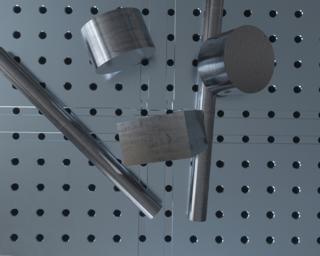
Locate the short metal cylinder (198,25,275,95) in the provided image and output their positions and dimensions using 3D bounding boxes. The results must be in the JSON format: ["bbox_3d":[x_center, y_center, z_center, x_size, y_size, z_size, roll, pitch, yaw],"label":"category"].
[{"bbox_3d":[0.095,-0.082,0.386,0.081,0.050,0.079,-1,93,-28],"label":"short metal cylinder"}]

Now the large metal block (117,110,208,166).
[{"bbox_3d":[0.006,0.010,0.374,0.080,0.080,0.050,-10,90,21],"label":"large metal block"}]

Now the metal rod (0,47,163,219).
[{"bbox_3d":[-0.112,0.007,0.412,0.300,0.025,0.025,45,90,0],"label":"metal rod"}]

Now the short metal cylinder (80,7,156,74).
[{"bbox_3d":[-0.052,-0.106,0.385,0.080,0.080,0.050,-22,90,0],"label":"short metal cylinder"}]

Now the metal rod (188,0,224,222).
[{"bbox_3d":[0.061,-0.027,0.413,0.025,0.025,0.298,5,90,0],"label":"metal rod"}]
